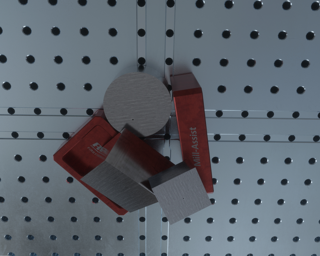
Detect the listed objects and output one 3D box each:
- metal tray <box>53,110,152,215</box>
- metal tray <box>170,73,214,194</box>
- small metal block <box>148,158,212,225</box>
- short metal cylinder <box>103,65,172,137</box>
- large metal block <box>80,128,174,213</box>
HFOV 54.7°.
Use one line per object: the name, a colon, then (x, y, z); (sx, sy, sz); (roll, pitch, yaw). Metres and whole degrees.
metal tray: (-0.066, 0.050, 0.427); (0.090, 0.030, 0.130); (-41, 106, 13)
metal tray: (0.038, 0.006, 0.381); (0.030, 0.090, 0.129); (-9, 110, 3)
small metal block: (0.022, 0.069, 0.339); (0.050, 0.025, 0.050); (-26, 109, -3)
short metal cylinder: (-0.026, -0.035, 0.387); (0.081, 0.050, 0.079); (0, 110, -1)
large metal block: (-0.040, 0.056, 0.387); (0.080, 0.050, 0.080); (38, 141, -14)
